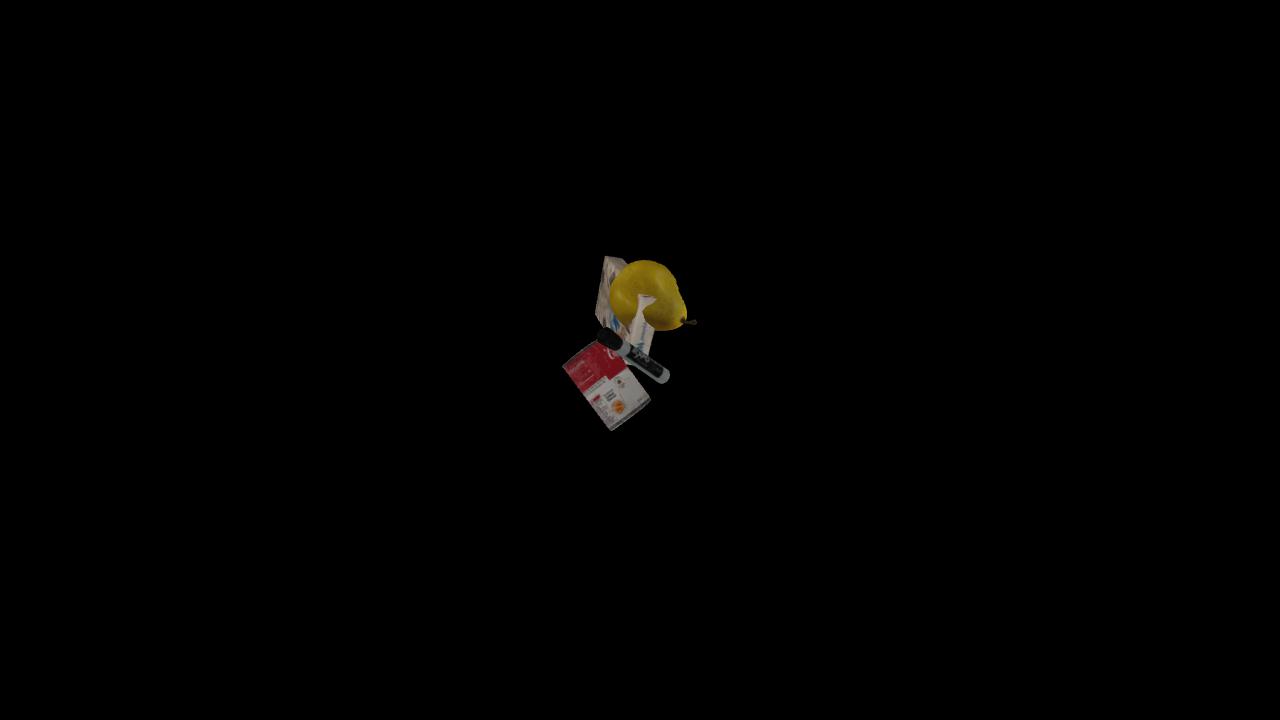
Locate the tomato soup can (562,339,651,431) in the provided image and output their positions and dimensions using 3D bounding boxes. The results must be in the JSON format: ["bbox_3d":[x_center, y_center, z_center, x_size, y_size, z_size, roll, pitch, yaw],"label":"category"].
[{"bbox_3d":[-0.041,0.029,0.766,0.068,0.101,0.068,-36,-2,-1],"label":"tomato soup can"}]

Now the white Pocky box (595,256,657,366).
[{"bbox_3d":[-0.018,-0.062,0.730,0.028,0.084,0.154,4,24,-21],"label":"white Pocky box"}]

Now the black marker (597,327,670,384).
[{"bbox_3d":[-0.006,-0.004,0.666,0.020,0.020,0.121,0,-23,37],"label":"black marker"}]

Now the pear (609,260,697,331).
[{"bbox_3d":[0.018,-0.057,0.676,0.080,0.080,0.111,0,39,-47],"label":"pear"}]
